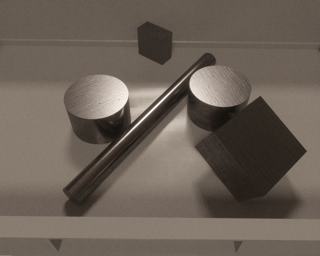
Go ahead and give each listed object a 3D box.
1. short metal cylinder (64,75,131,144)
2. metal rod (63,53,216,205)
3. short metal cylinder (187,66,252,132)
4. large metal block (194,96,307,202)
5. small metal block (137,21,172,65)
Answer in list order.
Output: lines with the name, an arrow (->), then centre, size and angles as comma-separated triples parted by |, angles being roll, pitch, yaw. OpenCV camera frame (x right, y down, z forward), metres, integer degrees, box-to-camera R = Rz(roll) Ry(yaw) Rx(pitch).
short metal cylinder -> -0.080, -0.025, 0.409 | 0.081, 0.050, 0.080 | 0, 50, 0
metal rod -> -0.009, -0.017, 0.419 | 0.025, 0.025, 0.301 | 29, 56, 22
short metal cylinder -> 0.079, -0.040, 0.424 | 0.081, 0.050, 0.080 | 0, 50, 0
large metal block -> 0.102, 0.024, 0.351 | 0.080, 0.050, 0.080 | -36, 84, -26
small metal block -> -0.008, -0.138, 0.505 | 0.050, 0.050, 0.025 | 30, 56, 22
